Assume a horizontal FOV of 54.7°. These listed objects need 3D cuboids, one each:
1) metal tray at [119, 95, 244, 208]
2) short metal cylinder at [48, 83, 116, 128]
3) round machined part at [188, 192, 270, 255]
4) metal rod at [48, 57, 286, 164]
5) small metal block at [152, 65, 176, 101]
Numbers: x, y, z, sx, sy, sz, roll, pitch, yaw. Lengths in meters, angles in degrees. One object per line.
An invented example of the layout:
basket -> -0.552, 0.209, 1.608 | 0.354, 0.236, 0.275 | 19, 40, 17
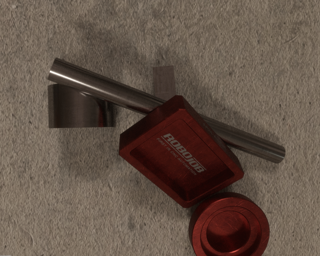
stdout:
metal tray -> 0.027, 0.034, 0.365 | 0.090, 0.030, 0.130 | -35, 121, 18
short metal cylinder -> -0.095, -0.025, 0.381 | 0.081, 0.080, 0.050 | -1, 90, -1
round machined part -> 0.085, 0.129, 0.398 | 0.099, 0.042, 0.097 | -1, 97, -6
metal rod -> 0.023, -0.013, 0.367 | 0.302, 0.025, 0.025 | 20, 90, -18
small metal block -> 0.006, -0.050, 0.398 | 0.025, 0.050, 0.050 | -6, 90, 0
